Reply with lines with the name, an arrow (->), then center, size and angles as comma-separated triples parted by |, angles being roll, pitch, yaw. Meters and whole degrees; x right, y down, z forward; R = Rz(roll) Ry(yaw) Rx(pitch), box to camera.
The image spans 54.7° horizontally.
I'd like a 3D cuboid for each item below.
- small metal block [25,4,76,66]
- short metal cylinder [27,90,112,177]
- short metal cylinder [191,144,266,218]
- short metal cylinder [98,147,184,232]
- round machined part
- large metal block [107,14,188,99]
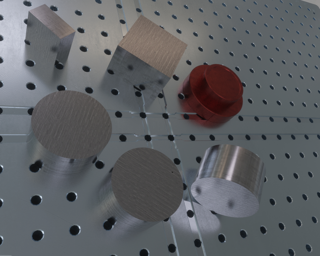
small metal block -> -0.138, -0.116, 0.388 | 0.050, 0.050, 0.025 | 42, 51, 0
short metal cylinder -> -0.098, 0.006, 0.335 | 0.081, 0.050, 0.080 | 14, 56, -21
short metal cylinder -> 0.084, 0.065, 0.378 | 0.080, 0.080, 0.050 | 33, 52, -7
short metal cylinder -> -0.022, 0.068, 0.339 | 0.081, 0.050, 0.080 | 14, 56, -21
round machined part -> 0.089, -0.060, 0.482 | 0.099, 0.042, 0.098 | 13, 56, -21
large metal block -> -0.017, -0.103, 0.446 | 0.080, 0.050, 0.080 | 31, 52, -8
